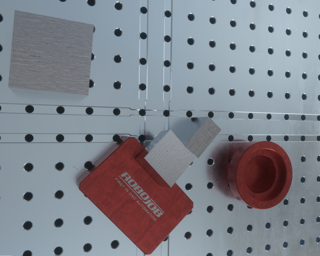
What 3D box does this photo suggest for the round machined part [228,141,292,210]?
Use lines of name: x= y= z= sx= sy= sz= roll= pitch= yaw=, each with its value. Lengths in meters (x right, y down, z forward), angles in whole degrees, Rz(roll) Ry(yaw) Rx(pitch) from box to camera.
round machined part: x=0.142 y=0.067 z=0.458 sx=0.099 sy=0.042 sz=0.097 roll=0 pitch=90 yaw=-21

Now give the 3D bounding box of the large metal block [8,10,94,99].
large metal block: x=-0.123 y=-0.079 z=0.354 sx=0.081 sy=0.050 sz=0.080 roll=5 pitch=89 yaw=-20

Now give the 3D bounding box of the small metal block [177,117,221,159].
small metal block: x=0.047 y=0.012 z=0.418 sx=0.025 sy=0.050 sz=0.050 roll=45 pitch=76 yaw=-15

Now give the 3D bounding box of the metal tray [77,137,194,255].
metal tray: x=-0.030 y=0.086 z=0.400 sx=0.090 sy=0.030 sz=0.130 roll=-44 pitch=104 yaw=-15

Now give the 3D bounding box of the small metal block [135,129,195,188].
small metal block: x=0.007 y=0.038 z=0.386 sx=0.050 sy=0.025 sz=0.050 roll=49 pitch=64 yaw=-14
